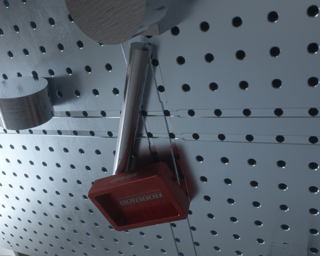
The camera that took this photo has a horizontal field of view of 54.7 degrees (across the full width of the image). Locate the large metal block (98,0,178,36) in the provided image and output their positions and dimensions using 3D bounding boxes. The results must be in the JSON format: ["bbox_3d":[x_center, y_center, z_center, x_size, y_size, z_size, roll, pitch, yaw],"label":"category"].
[{"bbox_3d":[-0.031,-0.142,0.323,0.080,0.050,0.079,7,122,25],"label":"large metal block"}]

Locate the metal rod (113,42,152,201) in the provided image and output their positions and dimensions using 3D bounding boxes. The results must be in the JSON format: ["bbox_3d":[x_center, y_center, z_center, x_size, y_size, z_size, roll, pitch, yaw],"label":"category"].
[{"bbox_3d":[-0.050,0.022,0.450,0.025,0.025,0.298,23,127,14],"label":"metal rod"}]

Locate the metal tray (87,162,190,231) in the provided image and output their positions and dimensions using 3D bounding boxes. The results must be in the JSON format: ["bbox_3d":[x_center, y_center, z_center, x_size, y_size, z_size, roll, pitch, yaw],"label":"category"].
[{"bbox_3d":[-0.032,0.107,0.469,0.130,0.030,0.090,-19,117,25],"label":"metal tray"}]

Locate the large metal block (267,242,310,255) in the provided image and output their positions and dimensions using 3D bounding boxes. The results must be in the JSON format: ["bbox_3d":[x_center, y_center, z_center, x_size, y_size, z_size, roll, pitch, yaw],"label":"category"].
[{"bbox_3d":[0.175,0.216,0.417,0.050,0.080,0.080,-7,115,31],"label":"large metal block"}]

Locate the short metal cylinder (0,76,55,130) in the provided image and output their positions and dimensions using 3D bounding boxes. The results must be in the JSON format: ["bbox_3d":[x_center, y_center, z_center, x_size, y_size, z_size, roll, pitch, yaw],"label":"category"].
[{"bbox_3d":[-0.203,-0.039,0.459,0.080,0.080,0.050,12,124,21],"label":"short metal cylinder"}]

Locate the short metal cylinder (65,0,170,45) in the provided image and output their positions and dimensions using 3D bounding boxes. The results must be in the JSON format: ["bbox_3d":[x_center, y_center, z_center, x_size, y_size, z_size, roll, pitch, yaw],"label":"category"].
[{"bbox_3d":[-0.037,-0.120,0.275,0.080,0.050,0.079,13,124,21],"label":"short metal cylinder"}]
